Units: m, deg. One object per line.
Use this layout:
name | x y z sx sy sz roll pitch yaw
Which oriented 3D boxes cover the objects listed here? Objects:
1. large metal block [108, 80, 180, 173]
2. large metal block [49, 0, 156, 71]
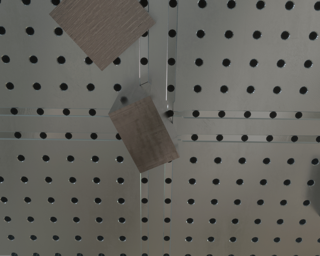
large metal block | -0.017 -0.005 0.382 0.050 0.080 0.080 -23 109 8
large metal block | -0.061 -0.125 0.353 0.080 0.050 0.080 -39 106 13
